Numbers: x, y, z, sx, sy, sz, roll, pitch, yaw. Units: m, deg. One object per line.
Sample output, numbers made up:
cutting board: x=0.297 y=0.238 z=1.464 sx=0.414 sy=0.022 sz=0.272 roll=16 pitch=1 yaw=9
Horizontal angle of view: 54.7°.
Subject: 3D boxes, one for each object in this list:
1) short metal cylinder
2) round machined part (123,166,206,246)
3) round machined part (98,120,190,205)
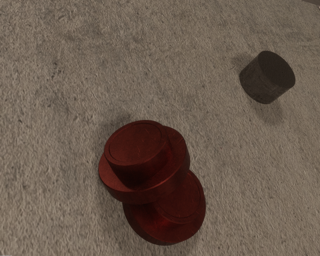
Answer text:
short metal cylinder: x=0.189 y=-0.089 z=0.547 sx=0.081 sy=0.050 sz=0.080 roll=14 pitch=56 yaw=-21
round machined part: x=0.011 y=0.079 z=0.352 sx=0.099 sy=0.042 sz=0.098 roll=14 pitch=56 yaw=-21
round machined part: x=-0.020 y=0.029 z=0.330 sx=0.098 sy=0.042 sz=0.098 roll=-12 pitch=39 yaw=10
